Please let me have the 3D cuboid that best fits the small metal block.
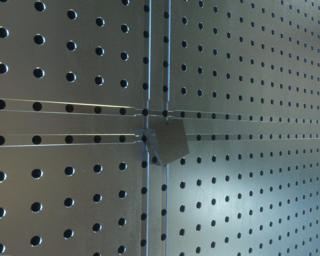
[{"bbox_3d":[0.009,0.018,0.419,0.050,0.025,0.050,-21,104,-38],"label":"small metal block"}]
